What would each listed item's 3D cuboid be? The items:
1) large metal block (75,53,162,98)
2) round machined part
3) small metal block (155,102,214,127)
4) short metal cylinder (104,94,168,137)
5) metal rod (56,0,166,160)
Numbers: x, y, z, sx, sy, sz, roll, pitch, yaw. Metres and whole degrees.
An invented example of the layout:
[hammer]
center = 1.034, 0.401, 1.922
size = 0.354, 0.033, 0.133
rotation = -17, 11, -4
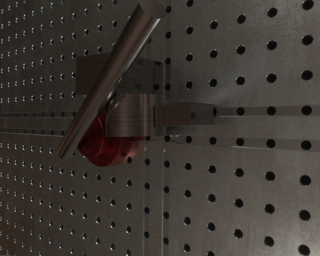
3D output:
[large metal block]
center = -0.055, -0.067, 0.416
size = 0.080, 0.081, 0.050
rotation = 5, 93, 39
[round machined part]
center = -0.093, 0.011, 0.472
size = 0.098, 0.042, 0.097
rotation = 0, 90, 39
[small metal block]
center = 0.029, -0.015, 0.367
size = 0.050, 0.050, 0.025
rotation = -3, 88, 39
[short metal cylinder]
center = -0.031, -0.014, 0.397
size = 0.080, 0.081, 0.050
rotation = -2, 89, 39
[metal rod]
center = -0.077, -0.031, 0.370
size = 0.298, 0.025, 0.025
rotation = -44, 63, 48
